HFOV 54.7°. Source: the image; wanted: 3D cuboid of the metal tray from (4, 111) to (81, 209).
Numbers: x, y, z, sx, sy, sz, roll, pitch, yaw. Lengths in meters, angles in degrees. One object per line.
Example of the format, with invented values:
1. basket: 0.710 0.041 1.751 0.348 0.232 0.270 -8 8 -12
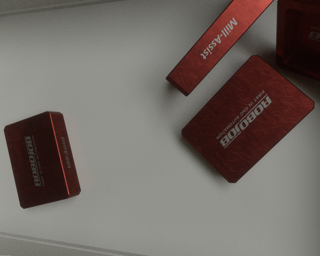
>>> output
1. metal tray: -0.179 0.048 0.469 0.090 0.030 0.129 -17 85 18

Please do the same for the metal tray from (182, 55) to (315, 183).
1. metal tray: 0.102 -0.010 0.372 0.090 0.030 0.130 46 104 14

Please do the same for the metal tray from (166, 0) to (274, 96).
1. metal tray: 0.063 -0.098 0.350 0.030 0.090 0.130 41 103 -4

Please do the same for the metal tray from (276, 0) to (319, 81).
1. metal tray: 0.178 -0.080 0.293 0.130 0.090 0.030 31 69 34
